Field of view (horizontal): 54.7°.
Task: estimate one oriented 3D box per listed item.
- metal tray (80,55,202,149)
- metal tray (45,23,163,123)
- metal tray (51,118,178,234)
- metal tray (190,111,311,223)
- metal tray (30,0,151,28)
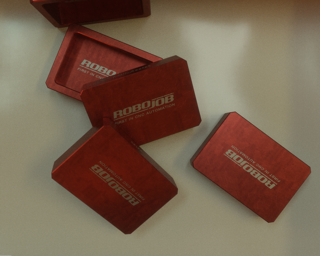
[{"bbox_3d":[-0.022,-0.028,0.388,0.131,0.030,0.089,-19,113,-5],"label":"metal tray"},{"bbox_3d":[-0.070,-0.070,0.407,0.131,0.030,0.090,22,90,-1],"label":"metal tray"},{"bbox_3d":[-0.052,0.062,0.381,0.090,0.030,0.130,-42,113,5],"label":"metal tray"},{"bbox_3d":[0.118,0.050,0.411,0.130,0.030,0.090,37,90,-1],"label":"metal tray"},{"bbox_3d":[-0.079,-0.158,0.377,0.131,0.090,0.030,-8,90,-1],"label":"metal tray"}]
